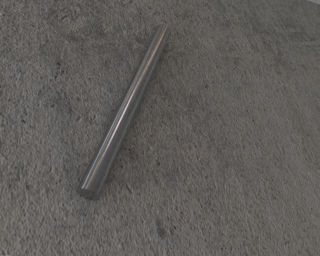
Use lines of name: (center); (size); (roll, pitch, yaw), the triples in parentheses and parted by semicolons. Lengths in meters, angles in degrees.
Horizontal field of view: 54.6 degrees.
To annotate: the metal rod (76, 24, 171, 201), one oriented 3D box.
metal rod: (-0.034, -0.044, 0.411); (0.025, 0.025, 0.300); (28, 52, -11)
